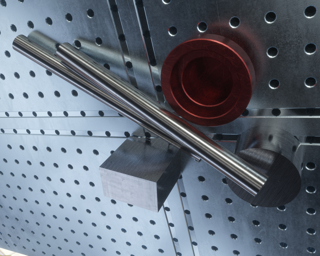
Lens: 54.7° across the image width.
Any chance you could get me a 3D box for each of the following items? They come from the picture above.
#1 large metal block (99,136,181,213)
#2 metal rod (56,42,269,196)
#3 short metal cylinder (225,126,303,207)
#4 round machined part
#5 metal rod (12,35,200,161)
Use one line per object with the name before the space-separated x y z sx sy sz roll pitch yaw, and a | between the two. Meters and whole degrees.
large metal block | -0.023 0.059 0.423 0.080 0.080 0.050 12 123 21
metal rod | -0.012 -0.022 0.366 0.300 0.025 0.025 35 130 19
short metal cylinder | 0.121 0.044 0.358 0.080 0.050 0.079 13 124 20
round machined part | 0.054 -0.054 0.338 0.098 0.042 0.097 13 124 20
metal rod | -0.071 -0.044 0.419 0.301 0.025 0.025 31 128 7
